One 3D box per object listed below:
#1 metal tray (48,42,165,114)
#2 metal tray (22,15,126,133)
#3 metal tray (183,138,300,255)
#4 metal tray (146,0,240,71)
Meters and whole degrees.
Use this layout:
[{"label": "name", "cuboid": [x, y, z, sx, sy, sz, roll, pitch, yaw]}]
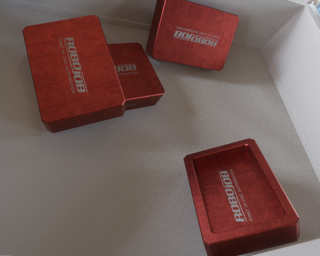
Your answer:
[{"label": "metal tray", "cuboid": [-0.069, -0.066, 0.407, 0.131, 0.030, 0.090, -14, 69, -34]}, {"label": "metal tray", "cuboid": [-0.101, -0.067, 0.365, 0.091, 0.030, 0.130, -15, 70, -12]}, {"label": "metal tray", "cuboid": [0.082, 0.071, 0.342, 0.090, 0.030, 0.130, -15, 34, 4]}, {"label": "metal tray", "cuboid": [0.051, -0.144, 0.481, 0.131, 0.089, 0.030, 4, 24, -27]}]
